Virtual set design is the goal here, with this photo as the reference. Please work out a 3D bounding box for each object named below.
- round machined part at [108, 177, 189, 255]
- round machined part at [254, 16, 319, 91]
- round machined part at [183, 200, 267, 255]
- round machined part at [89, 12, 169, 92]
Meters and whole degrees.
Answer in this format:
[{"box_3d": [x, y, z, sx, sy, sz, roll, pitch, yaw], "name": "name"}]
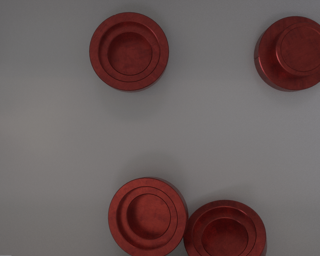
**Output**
[{"box_3d": [-0.012, 0.111, 0.396, 0.098, 0.042, 0.097, -1, 84, 11], "name": "round machined part"}, {"box_3d": [0.178, -0.098, 0.404, 0.099, 0.042, 0.097, 0, 90, 0], "name": "round machined part"}, {"box_3d": [0.082, 0.142, 0.385, 0.098, 0.098, 0.042, -19, 127, 0], "name": "round machined part"}, {"box_3d": [-0.038, -0.095, 0.402, 0.099, 0.042, 0.097, 0, 90, 0], "name": "round machined part"}]
